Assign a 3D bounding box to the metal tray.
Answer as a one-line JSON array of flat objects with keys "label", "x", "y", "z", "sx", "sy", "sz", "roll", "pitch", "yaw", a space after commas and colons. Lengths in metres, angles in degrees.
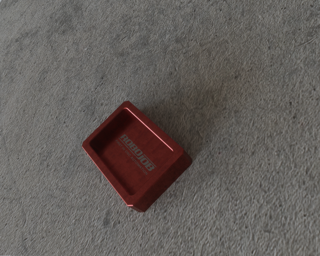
[{"label": "metal tray", "x": -0.034, "y": 0.031, "z": 0.399, "sx": 0.090, "sy": 0.030, "sz": 0.130, "roll": -45, "pitch": 51, "yaw": -4}]
